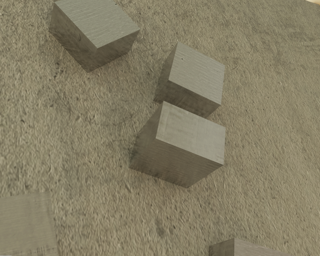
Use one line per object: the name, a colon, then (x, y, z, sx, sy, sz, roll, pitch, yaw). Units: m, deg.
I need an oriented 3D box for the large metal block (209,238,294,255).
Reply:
large metal block: (0.098, 0.174, 0.334, 0.080, 0.050, 0.080, 21, 54, -16)

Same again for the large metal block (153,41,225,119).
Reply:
large metal block: (0.044, -0.066, 0.452, 0.080, 0.050, 0.080, 24, 53, -14)

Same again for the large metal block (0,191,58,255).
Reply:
large metal block: (-0.114, 0.104, 0.244, 0.050, 0.080, 0.080, -2, 63, -29)

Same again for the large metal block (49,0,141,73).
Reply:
large metal block: (-0.089, -0.133, 0.421, 0.080, 0.050, 0.080, 47, 51, 5)

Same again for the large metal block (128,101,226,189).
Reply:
large metal block: (0.019, 0.023, 0.364, 0.080, 0.080, 0.050, 22, 54, -15)
